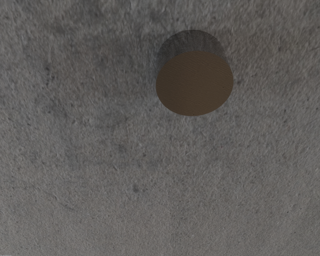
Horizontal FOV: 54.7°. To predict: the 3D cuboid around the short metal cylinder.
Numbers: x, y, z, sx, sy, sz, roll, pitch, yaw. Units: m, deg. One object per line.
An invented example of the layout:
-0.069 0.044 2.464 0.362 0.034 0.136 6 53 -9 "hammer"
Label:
0.036 -0.060 0.341 0.081 0.050 0.079 0 130 0 "short metal cylinder"
